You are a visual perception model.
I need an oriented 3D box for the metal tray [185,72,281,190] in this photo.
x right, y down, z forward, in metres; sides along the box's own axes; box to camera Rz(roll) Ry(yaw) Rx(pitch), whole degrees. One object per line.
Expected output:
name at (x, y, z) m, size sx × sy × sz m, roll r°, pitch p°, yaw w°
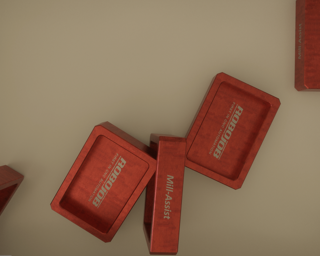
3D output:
metal tray at (0.088, 0.004, 0.410) m, size 0.090 × 0.030 × 0.129 m, roll 25°, pitch 90°, yaw -1°

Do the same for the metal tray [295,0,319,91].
metal tray at (0.231, -0.114, 0.412) m, size 0.091 × 0.030 × 0.129 m, roll 1°, pitch 90°, yaw -1°

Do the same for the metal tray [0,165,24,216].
metal tray at (-0.230, 0.112, 0.375) m, size 0.030 × 0.090 × 0.130 m, roll 32°, pitch 90°, yaw 0°

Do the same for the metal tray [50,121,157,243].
metal tray at (-0.068, 0.068, 0.393) m, size 0.090 × 0.030 × 0.129 m, roll 32°, pitch 102°, yaw 1°

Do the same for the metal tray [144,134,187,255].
metal tray at (0.003, 0.073, 0.377) m, size 0.030 × 0.090 × 0.129 m, roll 5°, pitch 90°, yaw -8°
